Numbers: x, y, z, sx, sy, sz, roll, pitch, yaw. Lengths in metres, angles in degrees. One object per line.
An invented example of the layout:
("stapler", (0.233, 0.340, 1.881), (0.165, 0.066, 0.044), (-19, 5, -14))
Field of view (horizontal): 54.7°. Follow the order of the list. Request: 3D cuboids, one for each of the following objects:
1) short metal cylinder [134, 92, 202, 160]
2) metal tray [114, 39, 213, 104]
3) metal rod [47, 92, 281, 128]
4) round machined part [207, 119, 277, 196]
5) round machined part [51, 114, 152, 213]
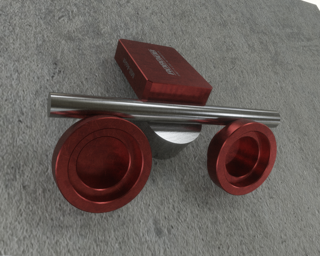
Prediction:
("short metal cylinder", (0.006, -0.005, 0.398), (0.081, 0.050, 0.080), (14, 56, -21))
("metal tray", (0.000, -0.075, 0.415), (0.091, 0.030, 0.130), (2, 35, -28))
("metal rod", (0.027, -0.018, 0.369), (0.303, 0.025, 0.025), (2, 61, -28))
("round machined part", (0.102, 0.035, 0.407), (0.099, 0.042, 0.097), (-8, 108, -26))
("round machined part", (-0.061, 0.034, 0.321), (0.099, 0.042, 0.097), (-6, 103, -28))
